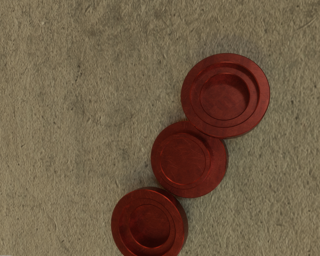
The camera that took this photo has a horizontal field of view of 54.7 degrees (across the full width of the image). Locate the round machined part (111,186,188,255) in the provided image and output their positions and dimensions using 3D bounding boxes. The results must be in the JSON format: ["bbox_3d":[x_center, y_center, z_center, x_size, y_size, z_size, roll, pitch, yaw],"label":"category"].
[{"bbox_3d":[-0.010,0.125,0.404,0.098,0.042,0.097,0,90,20],"label":"round machined part"}]

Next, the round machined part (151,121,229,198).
[{"bbox_3d":[0.034,0.040,0.388,0.098,0.042,0.097,0,90,20],"label":"round machined part"}]

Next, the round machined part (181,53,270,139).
[{"bbox_3d":[0.077,-0.035,0.367,0.098,0.042,0.098,-2,81,13],"label":"round machined part"}]
